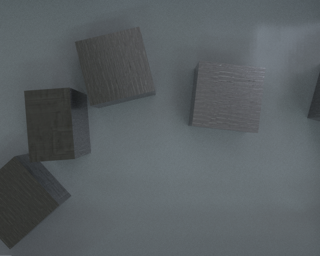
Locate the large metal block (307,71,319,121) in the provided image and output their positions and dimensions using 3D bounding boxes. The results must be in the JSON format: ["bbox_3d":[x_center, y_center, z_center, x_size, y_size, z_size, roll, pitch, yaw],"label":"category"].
[{"bbox_3d":[0.237,-0.045,0.385,0.050,0.080,0.080,15,90,0],"label":"large metal block"}]

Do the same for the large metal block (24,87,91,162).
[{"bbox_3d":[-0.122,-0.004,0.383,0.050,0.080,0.080,-4,90,0],"label":"large metal block"}]

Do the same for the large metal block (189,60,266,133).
[{"bbox_3d":[0.083,-0.038,0.399,0.080,0.050,0.080,6,90,0],"label":"large metal block"}]

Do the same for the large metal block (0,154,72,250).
[{"bbox_3d":[-0.178,0.090,0.397,0.080,0.050,0.080,-42,90,0],"label":"large metal block"}]

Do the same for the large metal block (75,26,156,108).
[{"bbox_3d":[-0.054,-0.075,0.398,0.080,0.050,0.080,-14,90,0],"label":"large metal block"}]
